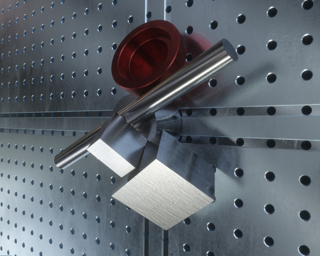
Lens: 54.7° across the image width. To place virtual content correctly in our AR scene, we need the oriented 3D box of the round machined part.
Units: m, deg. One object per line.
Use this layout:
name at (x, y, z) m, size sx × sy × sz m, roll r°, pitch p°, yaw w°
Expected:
round machined part at (-0.009, -0.082, 0.389) m, size 0.098 × 0.042 × 0.098 m, roll -14°, pitch 60°, yaw 27°

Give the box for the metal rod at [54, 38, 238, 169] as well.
metal rod at (-0.040, -0.012, 0.375) m, size 0.299 × 0.025 × 0.025 m, roll -30°, pitch 72°, yaw 35°

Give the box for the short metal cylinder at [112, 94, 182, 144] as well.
short metal cylinder at (-0.019, -0.003, 0.406) m, size 0.080 × 0.050 × 0.079 m, roll 0°, pitch 90°, yaw 39°

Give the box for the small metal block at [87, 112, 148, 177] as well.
small metal block at (-0.047, 0.018, 0.350) m, size 0.050 × 0.050 × 0.025 m, roll 42°, pitch 126°, yaw -17°

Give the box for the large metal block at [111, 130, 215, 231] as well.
large metal block at (0.005, 0.062, 0.357) m, size 0.080 × 0.050 × 0.080 m, roll 37°, pitch 123°, yaw -16°
